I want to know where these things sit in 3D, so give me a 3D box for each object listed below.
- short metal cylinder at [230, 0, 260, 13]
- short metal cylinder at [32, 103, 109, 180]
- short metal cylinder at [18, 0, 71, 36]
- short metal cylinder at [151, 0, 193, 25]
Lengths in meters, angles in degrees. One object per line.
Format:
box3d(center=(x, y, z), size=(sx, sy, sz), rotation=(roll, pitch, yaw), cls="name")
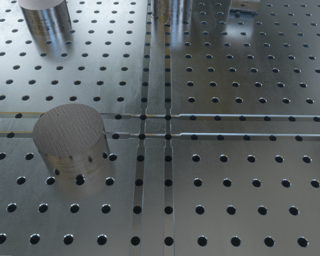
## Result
box3d(center=(0.168, -0.267, 0.598), size=(0.050, 0.080, 0.080), rotation=(9, 51, 7), cls="short metal cylinder")
box3d(center=(-0.106, 0.016, 0.377), size=(0.081, 0.050, 0.080), rotation=(0, 50, 0), cls="short metal cylinder")
box3d(center=(-0.210, -0.214, 0.569), size=(0.081, 0.050, 0.080), rotation=(0, 50, 0), cls="short metal cylinder")
box3d(center=(0.023, -0.243, 0.596), size=(0.081, 0.050, 0.080), rotation=(0, 50, 0), cls="short metal cylinder")
